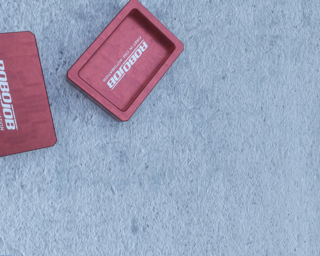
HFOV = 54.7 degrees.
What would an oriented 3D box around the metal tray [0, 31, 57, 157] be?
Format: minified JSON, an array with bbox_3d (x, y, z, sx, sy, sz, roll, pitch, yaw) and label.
[{"bbox_3d":[-0.173,-0.035,0.342,0.091,0.030,0.129,-12,94,-20],"label":"metal tray"}]

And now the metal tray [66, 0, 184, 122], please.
[{"bbox_3d":[-0.042,-0.083,0.390,0.090,0.030,0.130,40,77,-16],"label":"metal tray"}]
